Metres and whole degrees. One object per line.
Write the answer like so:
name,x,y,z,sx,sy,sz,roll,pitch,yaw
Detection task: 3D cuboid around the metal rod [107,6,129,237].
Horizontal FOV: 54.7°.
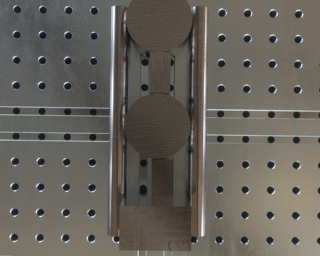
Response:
metal rod,-0.055,-0.009,0.412,0.025,0.025,0.298,1,90,0

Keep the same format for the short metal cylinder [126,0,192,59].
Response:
short metal cylinder,-0.001,-0.132,0.400,0.081,0.050,0.080,0,90,0

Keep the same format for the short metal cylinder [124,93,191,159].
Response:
short metal cylinder,-0.003,-0.003,0.400,0.081,0.050,0.080,0,90,0

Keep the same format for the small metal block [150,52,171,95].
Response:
small metal block,0.000,-0.068,0.399,0.025,0.050,0.050,1,90,0

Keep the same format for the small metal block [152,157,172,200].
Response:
small metal block,0.002,0.063,0.400,0.025,0.050,0.050,0,90,0

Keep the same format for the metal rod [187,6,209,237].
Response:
metal rod,0.050,-0.008,0.413,0.025,0.025,0.298,1,90,0

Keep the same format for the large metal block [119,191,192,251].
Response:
large metal block,-0.005,0.112,0.386,0.081,0.080,0.050,1,90,0
